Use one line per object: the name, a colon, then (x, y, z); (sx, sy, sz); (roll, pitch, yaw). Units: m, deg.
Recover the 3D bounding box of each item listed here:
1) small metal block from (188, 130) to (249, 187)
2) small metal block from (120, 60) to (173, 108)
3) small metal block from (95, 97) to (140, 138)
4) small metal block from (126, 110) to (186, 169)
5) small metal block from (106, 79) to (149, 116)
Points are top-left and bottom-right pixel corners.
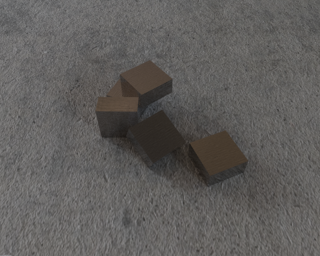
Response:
small metal block: (0.069, 0.036, 0.373); (0.050, 0.025, 0.050); (-18, 53, -15)
small metal block: (-0.019, -0.061, 0.422); (0.050, 0.025, 0.050); (-31, 57, -24)
small metal block: (-0.052, -0.013, 0.397); (0.050, 0.050, 0.025); (0, 49, 1)
small metal block: (-0.005, 0.013, 0.381); (0.050, 0.025, 0.050); (-31, 79, -24)
small metal block: (-0.040, -0.047, 0.442); (0.050, 0.025, 0.050); (20, 53, 15)
